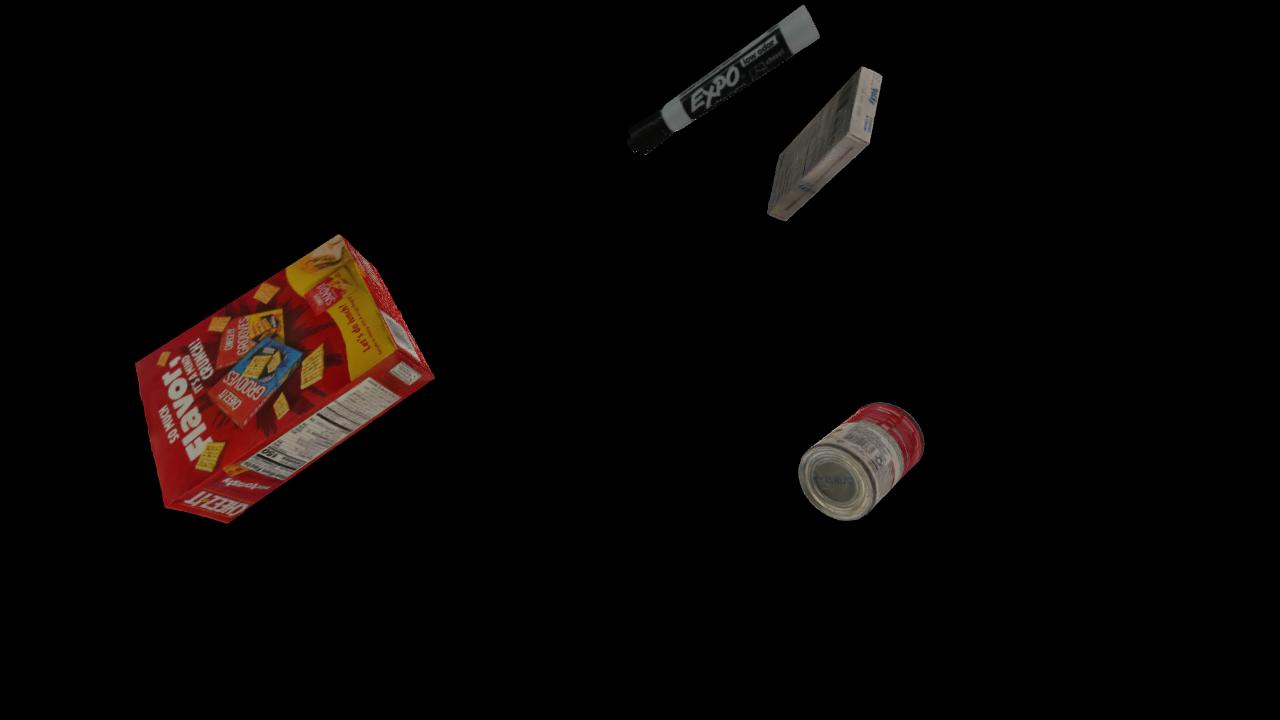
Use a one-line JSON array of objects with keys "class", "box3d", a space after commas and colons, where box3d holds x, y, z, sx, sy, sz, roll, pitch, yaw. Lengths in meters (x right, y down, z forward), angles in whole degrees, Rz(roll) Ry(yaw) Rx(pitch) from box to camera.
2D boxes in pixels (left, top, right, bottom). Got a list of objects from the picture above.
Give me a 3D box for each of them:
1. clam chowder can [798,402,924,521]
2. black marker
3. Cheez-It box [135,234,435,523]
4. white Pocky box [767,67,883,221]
[{"class": "clam chowder can", "box3d": [0.188, 0.084, 0.522, 0.068, 0.068, 0.102, 0, 17, 45]}, {"class": "black marker", "box3d": [0.042, -0.154, 0.350, 0.121, 0.020, 0.020, -26, -13, 28]}, {"class": "Cheez-It box", "box3d": [-0.320, 0.012, 0.553, 0.223, 0.166, 0.071, -35, -29, -5]}, {"class": "white Pocky box", "box3d": [0.181, -0.211, 0.621, 0.028, 0.084, 0.154, 19, -18, -11]}]
